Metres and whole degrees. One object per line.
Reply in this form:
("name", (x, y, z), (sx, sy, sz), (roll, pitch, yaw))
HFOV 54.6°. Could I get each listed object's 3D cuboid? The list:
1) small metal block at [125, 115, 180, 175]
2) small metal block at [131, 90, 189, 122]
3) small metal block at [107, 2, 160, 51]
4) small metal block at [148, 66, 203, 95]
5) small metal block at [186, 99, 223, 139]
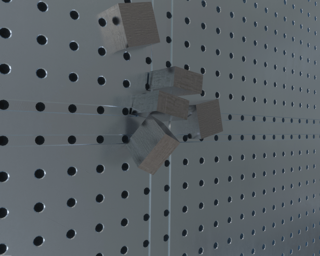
("small metal block", (-0.010, 0.019, 0.371), (0.025, 0.050, 0.050), (33, 101, -36))
("small metal block", (0.000, -0.026, 0.392), (0.050, 0.050, 0.025), (14, 79, -39))
("small metal block", (-0.032, -0.125, 0.381), (0.050, 0.025, 0.050), (-21, 104, -38))
("small metal block", (0.020, -0.060, 0.409), (0.050, 0.050, 0.025), (8, 85, -40))
("small metal block", (0.065, -0.014, 0.462), (0.050, 0.025, 0.050), (-16, 101, -39))
